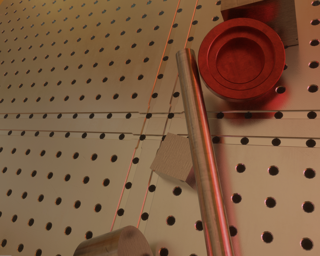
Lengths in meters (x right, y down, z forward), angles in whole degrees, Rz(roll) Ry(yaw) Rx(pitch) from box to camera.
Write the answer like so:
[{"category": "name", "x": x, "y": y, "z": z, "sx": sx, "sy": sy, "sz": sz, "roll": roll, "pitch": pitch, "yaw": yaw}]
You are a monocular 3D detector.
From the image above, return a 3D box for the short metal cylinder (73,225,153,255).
[{"category": "short metal cylinder", "x": -0.042, "y": 0.144, "z": 0.306, "sx": 0.050, "sy": 0.080, "sz": 0.080, "roll": -23, "pitch": 54, "yaw": 14}]

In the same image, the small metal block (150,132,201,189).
[{"category": "small metal block", "x": 0.024, "y": 0.038, "z": 0.371, "sx": 0.050, "sy": 0.025, "sz": 0.050, "roll": 16, "pitch": 70, "yaw": 34}]

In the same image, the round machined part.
[{"category": "round machined part", "x": 0.097, "y": -0.079, "z": 0.377, "sx": 0.098, "sy": 0.042, "sz": 0.097, "roll": -1, "pitch": 85, "yaw": 9}]

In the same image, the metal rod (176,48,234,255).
[{"category": "metal rod", "x": 0.048, "y": 0.041, "z": 0.330, "sx": 0.025, "sy": 0.025, "sz": 0.299, "roll": -16, "pitch": 63, "yaw": 19}]

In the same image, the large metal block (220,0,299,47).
[{"category": "large metal block", "x": 0.128, "y": -0.145, "z": 0.393, "sx": 0.080, "sy": 0.080, "sz": 0.050, "roll": -6, "pitch": 58, "yaw": 25}]
